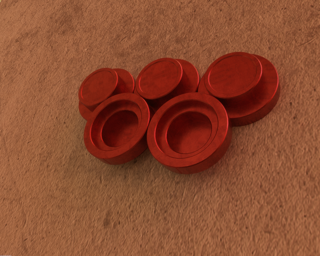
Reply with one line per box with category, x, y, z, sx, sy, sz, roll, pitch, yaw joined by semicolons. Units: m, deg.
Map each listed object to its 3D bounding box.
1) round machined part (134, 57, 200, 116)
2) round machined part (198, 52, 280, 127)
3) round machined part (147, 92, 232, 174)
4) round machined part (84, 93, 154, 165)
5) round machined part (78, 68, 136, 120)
round machined part;0.006;-0.057;0.425;0.098;0.042;0.098;-13;56;20
round machined part;0.093;-0.054;0.378;0.098;0.042;0.098;-13;56;20
round machined part;0.037;0.010;0.368;0.098;0.042;0.098;-13;56;20
round machined part;-0.049;0.005;0.416;0.098;0.042;0.098;-13;56;20
round machined part;-0.083;-0.052;0.468;0.098;0.042;0.098;-13;56;20
